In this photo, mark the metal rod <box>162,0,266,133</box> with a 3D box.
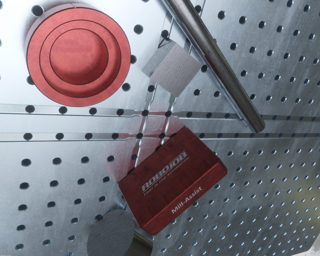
[{"bbox_3d":[0.075,-0.083,0.402,0.025,0.025,0.300,-44,130,2],"label":"metal rod"}]

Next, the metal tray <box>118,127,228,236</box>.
[{"bbox_3d":[0.014,0.068,0.420,0.130,0.090,0.030,-40,130,-1],"label":"metal tray"}]

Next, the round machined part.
[{"bbox_3d":[-0.083,-0.074,0.310,0.099,0.042,0.097,-14,125,-21],"label":"round machined part"}]

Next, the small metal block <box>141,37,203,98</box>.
[{"bbox_3d":[0.015,-0.073,0.376,0.050,0.025,0.050,31,101,-38],"label":"small metal block"}]

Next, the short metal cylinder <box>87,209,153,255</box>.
[{"bbox_3d":[-0.057,0.166,0.449,0.080,0.080,0.050,-40,130,-2],"label":"short metal cylinder"}]
